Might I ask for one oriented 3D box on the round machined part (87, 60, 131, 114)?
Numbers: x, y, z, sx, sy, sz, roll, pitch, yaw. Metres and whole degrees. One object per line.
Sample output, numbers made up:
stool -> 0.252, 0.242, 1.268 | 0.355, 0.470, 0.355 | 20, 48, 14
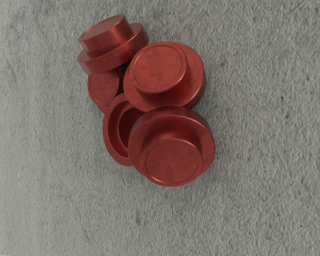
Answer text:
round machined part -> -0.068, -0.065, 0.451 | 0.098, 0.042, 0.097 | 0, 90, 39

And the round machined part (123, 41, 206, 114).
round machined part -> 0.002, -0.061, 0.363 | 0.098, 0.042, 0.098 | -6, 66, 14

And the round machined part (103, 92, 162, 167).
round machined part -> -0.029, 0.001, 0.417 | 0.098, 0.042, 0.097 | 0, 90, 39

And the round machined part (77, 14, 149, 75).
round machined part -> -0.068, -0.116, 0.411 | 0.098, 0.098, 0.042 | 1, 133, 39

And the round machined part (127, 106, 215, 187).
round machined part -> 0.013, 0.027, 0.347 | 0.097, 0.098, 0.042 | -50, 20, 28
